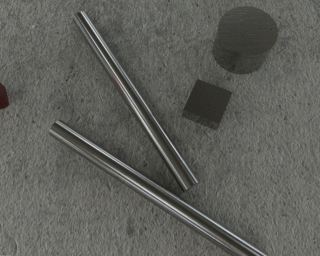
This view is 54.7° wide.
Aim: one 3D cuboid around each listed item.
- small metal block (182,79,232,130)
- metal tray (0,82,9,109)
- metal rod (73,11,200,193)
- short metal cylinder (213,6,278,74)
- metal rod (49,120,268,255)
[{"bbox_3d":[0.064,-0.032,0.420,0.050,0.025,0.050,23,71,8],"label":"small metal block"},{"bbox_3d":[-0.274,-0.037,0.384,0.131,0.090,0.030,-19,72,-7],"label":"metal tray"},{"bbox_3d":[-0.040,-0.047,0.424,0.025,0.025,0.299,-30,73,-11],"label":"metal rod"},{"bbox_3d":[0.119,-0.124,0.441,0.081,0.050,0.080,0,70,0],"label":"short metal cylinder"},{"bbox_3d":[-0.010,0.076,0.379,0.301,0.025,0.025,31,73,10],"label":"metal rod"}]
